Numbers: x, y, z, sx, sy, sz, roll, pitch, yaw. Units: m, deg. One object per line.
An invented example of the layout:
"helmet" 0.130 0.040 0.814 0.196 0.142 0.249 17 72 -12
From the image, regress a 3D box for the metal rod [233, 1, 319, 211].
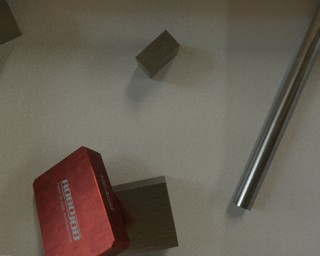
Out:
"metal rod" 0.169 -0.033 0.413 0.025 0.025 0.299 24 90 -1

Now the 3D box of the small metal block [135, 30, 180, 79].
"small metal block" -0.003 -0.093 0.399 0.050 0.050 0.025 -42 90 0

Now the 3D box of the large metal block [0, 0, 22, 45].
"large metal block" -0.234 -0.132 0.381 0.080 0.080 0.050 -25 90 0

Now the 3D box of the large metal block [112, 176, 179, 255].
"large metal block" -0.025 0.112 0.399 0.080 0.050 0.080 -11 90 -1

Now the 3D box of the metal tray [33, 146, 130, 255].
"metal tray" -0.097 0.098 0.365 0.090 0.030 0.130 -34 56 12
